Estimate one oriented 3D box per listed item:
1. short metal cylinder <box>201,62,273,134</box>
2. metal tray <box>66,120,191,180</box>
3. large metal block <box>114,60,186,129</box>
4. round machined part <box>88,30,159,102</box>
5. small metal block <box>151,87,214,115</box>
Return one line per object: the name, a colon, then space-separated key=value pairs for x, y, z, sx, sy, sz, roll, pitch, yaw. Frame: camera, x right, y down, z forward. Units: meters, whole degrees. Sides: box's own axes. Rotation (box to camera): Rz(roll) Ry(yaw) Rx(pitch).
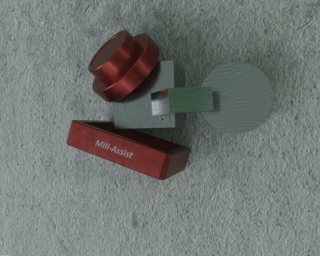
short metal cylinder: x=0.091 y=-0.033 z=0.366 sx=0.080 sy=0.050 sz=0.080 roll=0 pitch=90 yaw=20
metal tray: x=-0.036 y=0.023 z=0.388 sx=0.130 sy=0.090 sz=0.030 roll=18 pitch=96 yaw=19
large metal block: x=-0.012 y=-0.040 z=0.402 sx=0.080 sy=0.050 sz=0.080 roll=-2 pitch=90 yaw=20
round machined part: x=-0.051 y=-0.083 z=0.389 sx=0.098 sy=0.098 sz=0.042 roll=-38 pitch=122 yaw=16
small metal block: x=0.023 y=-0.029 z=0.340 sx=0.050 sy=0.050 sz=0.025 roll=-5 pitch=91 yaw=-22
